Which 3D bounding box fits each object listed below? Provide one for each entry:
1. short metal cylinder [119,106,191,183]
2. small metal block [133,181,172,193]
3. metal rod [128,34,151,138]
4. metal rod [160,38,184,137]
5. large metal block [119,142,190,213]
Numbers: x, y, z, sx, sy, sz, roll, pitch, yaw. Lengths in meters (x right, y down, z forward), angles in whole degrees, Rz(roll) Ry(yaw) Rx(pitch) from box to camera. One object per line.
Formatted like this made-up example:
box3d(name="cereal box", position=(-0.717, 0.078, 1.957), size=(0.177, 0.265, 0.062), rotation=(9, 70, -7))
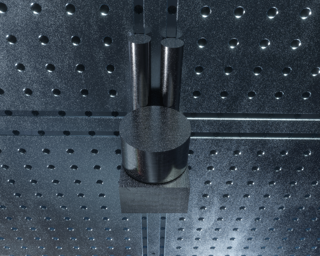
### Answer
box3d(name="short metal cylinder", position=(-0.006, 0.018, 0.363), size=(0.081, 0.080, 0.050), rotation=(1, 130, -1))
box3d(name="small metal block", position=(-0.008, 0.077, 0.431), size=(0.050, 0.050, 0.025), rotation=(-32, 141, -34))
box3d(name="metal rod", position=(-0.025, 0.018, 0.428), size=(0.025, 0.025, 0.298), rotation=(0, 130, -1))
box3d(name="metal rod", position=(0.011, 0.021, 0.431), size=(0.025, 0.025, 0.298), rotation=(0, 130, -1))
box3d(name="large metal block", position=(-0.007, 0.060, 0.394), size=(0.081, 0.080, 0.050), rotation=(0, 130, -1))
